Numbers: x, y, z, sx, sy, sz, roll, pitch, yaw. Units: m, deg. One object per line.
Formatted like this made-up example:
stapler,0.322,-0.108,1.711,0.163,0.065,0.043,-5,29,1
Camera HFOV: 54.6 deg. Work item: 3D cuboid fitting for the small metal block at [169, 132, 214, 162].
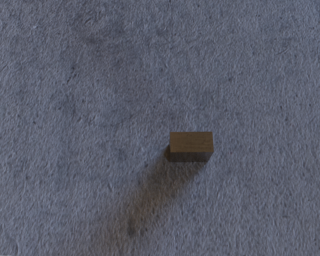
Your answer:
small metal block,0.037,0.025,0.386,0.050,0.050,0.025,0,70,0
